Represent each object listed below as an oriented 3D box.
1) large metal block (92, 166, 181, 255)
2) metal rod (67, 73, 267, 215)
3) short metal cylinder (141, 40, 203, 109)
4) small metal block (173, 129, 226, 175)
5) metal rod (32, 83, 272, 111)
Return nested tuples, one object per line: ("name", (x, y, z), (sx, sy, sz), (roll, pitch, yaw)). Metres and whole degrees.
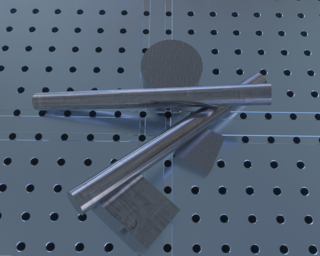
("large metal block", (-0.031, 0.092, 0.344), (0.080, 0.080, 0.050), (40, 63, 13))
("metal rod", (0.032, 0.001, 0.358), (0.302, 0.025, 0.025), (-32, 72, -33))
("short metal cylinder", (0.015, -0.073, 0.425), (0.081, 0.050, 0.080), (0, 70, 0))
("small metal block", (0.050, 0.026, 0.403), (0.050, 0.025, 0.050), (24, 72, 8))
("metal rod", (-0.022, -0.037, 0.385), (0.301, 0.025, 0.025), (0, 69, 15))
